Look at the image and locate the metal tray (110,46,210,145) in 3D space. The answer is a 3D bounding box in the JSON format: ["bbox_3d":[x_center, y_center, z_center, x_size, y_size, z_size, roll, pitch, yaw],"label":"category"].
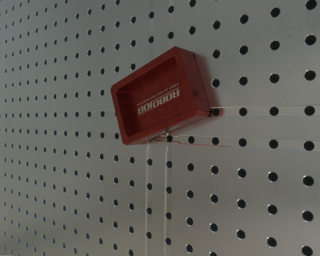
[{"bbox_3d":[-0.005,-0.037,0.411,0.130,0.030,0.090,-24,75,37],"label":"metal tray"}]
